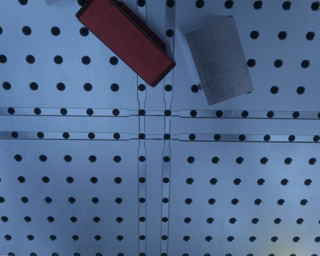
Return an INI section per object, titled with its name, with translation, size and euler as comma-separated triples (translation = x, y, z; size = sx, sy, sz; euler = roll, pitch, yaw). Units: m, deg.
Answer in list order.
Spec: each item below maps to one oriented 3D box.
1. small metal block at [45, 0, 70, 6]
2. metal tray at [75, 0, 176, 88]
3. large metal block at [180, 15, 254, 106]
[small metal block]
translation = -0.112, -0.172, 0.349
size = 0.050, 0.025, 0.050
euler = -19, 109, 6
[metal tray]
translation = -0.028, -0.096, 0.322
size = 0.090, 0.130, 0.030
euler = 42, 105, -14
[large metal block]
translation = 0.062, -0.081, 0.355
size = 0.050, 0.080, 0.080
euler = -20, 109, 7
